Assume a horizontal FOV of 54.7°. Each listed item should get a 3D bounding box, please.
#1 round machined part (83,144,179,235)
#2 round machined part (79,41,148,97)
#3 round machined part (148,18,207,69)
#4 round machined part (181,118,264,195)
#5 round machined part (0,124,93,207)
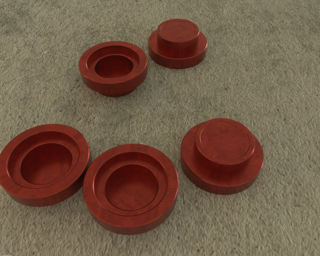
[{"bbox_3d":[-0.030,0.068,0.335,0.099,0.042,0.098,0,50,0],"label":"round machined part"},{"bbox_3d":[-0.067,-0.084,0.462,0.099,0.042,0.098,0,50,0],"label":"round machined part"},{"bbox_3d":[0.029,-0.145,0.514,0.099,0.042,0.098,0,50,0],"label":"round machined part"},{"bbox_3d":[0.075,0.026,0.370,0.099,0.042,0.098,0,50,0],"label":"round machined part"},{"bbox_3d":[-0.127,0.045,0.353,0.099,0.042,0.098,0,50,0],"label":"round machined part"}]
